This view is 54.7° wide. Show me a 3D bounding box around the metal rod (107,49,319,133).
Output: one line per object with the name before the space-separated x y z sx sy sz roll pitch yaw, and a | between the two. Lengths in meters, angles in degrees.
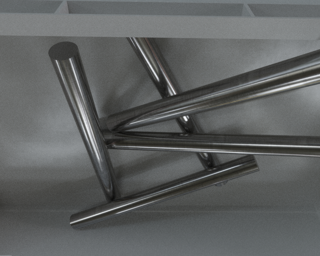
metal rod | 0.046 -0.029 0.302 0.299 0.025 0.025 -13 135 44

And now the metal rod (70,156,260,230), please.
metal rod | -0.005 0.099 0.458 0.300 0.025 0.025 -22 127 17

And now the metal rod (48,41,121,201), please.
metal rod | -0.079 0.023 0.384 0.025 0.025 0.299 -1 144 1

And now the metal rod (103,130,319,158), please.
metal rod | 0.055 0.019 0.386 0.301 0.025 0.025 1 131 14

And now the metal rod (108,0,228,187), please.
metal rod | 0.027 -0.022 0.390 0.025 0.025 0.299 -21 127 17
